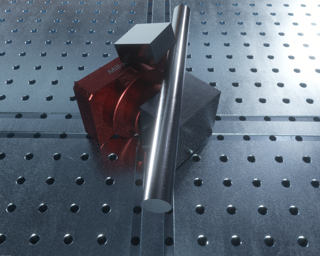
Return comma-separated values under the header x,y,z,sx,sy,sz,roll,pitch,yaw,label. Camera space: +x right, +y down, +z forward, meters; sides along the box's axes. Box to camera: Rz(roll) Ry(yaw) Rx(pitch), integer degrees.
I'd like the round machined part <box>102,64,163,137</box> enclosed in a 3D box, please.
x,y,z,sx,sy,sz,roll,pitch,yaw,label
-0.021,-0.029,0.390,0.042,0.097,0.099,35,58,25,round machined part

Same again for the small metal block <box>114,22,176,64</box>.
x,y,z,sx,sy,sz,roll,pitch,yaw,label
-0.017,-0.100,0.365,0.050,0.025,0.050,9,46,31,small metal block

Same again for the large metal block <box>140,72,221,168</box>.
x,y,z,sx,sy,sz,roll,pitch,yaw,label
0.024,-0.007,0.374,0.050,0.080,0.080,35,58,25,large metal block

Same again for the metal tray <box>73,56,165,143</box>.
x,y,z,sx,sy,sz,roll,pitch,yaw,label
-0.044,-0.049,0.406,0.030,0.089,0.131,36,58,26,metal tray

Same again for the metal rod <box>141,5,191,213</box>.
x,y,z,sx,sy,sz,roll,pitch,yaw,label
0.014,-0.051,0.346,0.025,0.025,0.300,5,50,4,metal rod
